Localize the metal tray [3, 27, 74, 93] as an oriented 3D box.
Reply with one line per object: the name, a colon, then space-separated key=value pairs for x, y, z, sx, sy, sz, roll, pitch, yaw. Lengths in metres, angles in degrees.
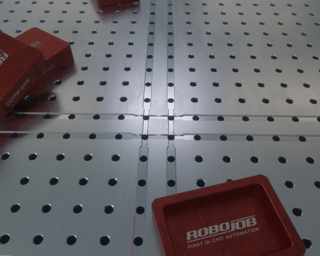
metal tray: x=-0.216 y=-0.105 z=0.492 sx=0.090 sy=0.030 sz=0.131 roll=29 pitch=55 yaw=22

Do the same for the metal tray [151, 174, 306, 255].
metal tray: x=0.064 y=0.105 z=0.316 sx=0.131 sy=0.030 sz=0.090 roll=-11 pitch=51 yaw=-9

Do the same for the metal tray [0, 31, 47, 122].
metal tray: x=-0.235 y=-0.069 z=0.432 sx=0.090 sy=0.030 sz=0.130 roll=27 pitch=68 yaw=7

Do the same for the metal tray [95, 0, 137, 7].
metal tray: x=-0.107 y=-0.311 z=0.665 sx=0.091 sy=0.030 sz=0.130 roll=-18 pitch=52 yaw=-15
